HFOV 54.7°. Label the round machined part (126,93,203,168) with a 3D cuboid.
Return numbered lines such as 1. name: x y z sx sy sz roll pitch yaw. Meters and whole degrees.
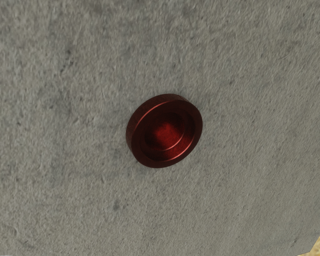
1. round machined part: 0.002 0.000 0.399 0.099 0.042 0.097 -14 124 -21
